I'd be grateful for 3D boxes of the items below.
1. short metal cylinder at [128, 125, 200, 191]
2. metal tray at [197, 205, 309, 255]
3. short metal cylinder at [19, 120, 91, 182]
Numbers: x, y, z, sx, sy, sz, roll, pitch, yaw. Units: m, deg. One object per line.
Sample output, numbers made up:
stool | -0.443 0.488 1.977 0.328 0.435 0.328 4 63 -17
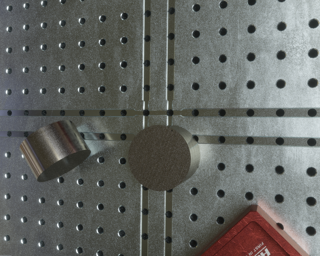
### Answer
short metal cylinder | 0.007 0.036 0.397 0.080 0.050 0.079 0 90 20
metal tray | 0.101 0.169 0.374 0.090 0.030 0.130 45 104 14
short metal cylinder | -0.146 0.033 0.435 0.080 0.080 0.050 -38 78 16
